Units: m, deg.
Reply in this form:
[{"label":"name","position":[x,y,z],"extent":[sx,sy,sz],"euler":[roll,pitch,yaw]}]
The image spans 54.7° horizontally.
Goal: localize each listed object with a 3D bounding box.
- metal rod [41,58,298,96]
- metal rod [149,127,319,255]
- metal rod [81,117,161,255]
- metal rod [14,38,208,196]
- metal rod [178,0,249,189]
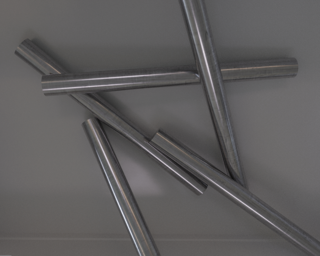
[{"label":"metal rod","position":[0.016,-0.062,0.373],"extent":[0.302,0.025,0.025],"euler":[-5,110,-4]},{"label":"metal rod","position":[0.115,0.096,0.412],"extent":[0.301,0.025,0.025],"euler":[36,106,-5]},{"label":"metal rod","position":[-0.028,0.123,0.381],"extent":[0.025,0.025,0.299],"euler":[-28,79,9]},{"label":"metal rod","position":[-0.053,-0.006,0.408],"extent":[0.301,0.025,0.025],"euler":[39,105,-13]},{"label":"metal rod","position":[0.073,-0.019,0.375],"extent":[0.025,0.025,0.299],"euler":[-17,120,6]}]
